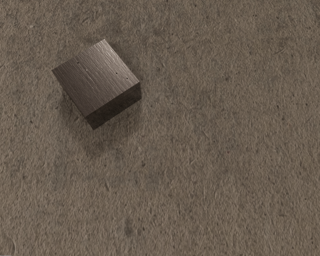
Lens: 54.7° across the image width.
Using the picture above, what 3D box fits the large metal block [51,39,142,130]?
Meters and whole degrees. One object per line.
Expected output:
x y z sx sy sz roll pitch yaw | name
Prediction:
-0.082 -0.057 0.415 0.080 0.050 0.080 -35 74 -12 | large metal block
